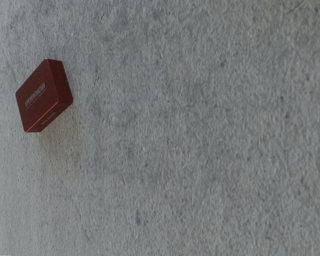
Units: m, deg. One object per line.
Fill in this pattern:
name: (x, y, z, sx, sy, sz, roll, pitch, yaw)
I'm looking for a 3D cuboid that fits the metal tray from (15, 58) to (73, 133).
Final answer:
metal tray: (-0.220, -0.058, 0.579, 0.130, 0.030, 0.090, -32, 70, 35)
